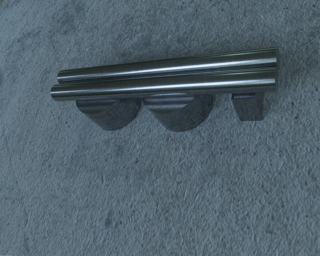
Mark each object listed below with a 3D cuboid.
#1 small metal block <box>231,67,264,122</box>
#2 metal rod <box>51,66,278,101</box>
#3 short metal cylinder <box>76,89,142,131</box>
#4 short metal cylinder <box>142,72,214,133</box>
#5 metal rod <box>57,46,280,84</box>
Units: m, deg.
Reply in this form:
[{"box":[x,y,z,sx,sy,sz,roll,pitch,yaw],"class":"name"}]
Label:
[{"box":[0.104,-0.041,0.361,0.025,0.050,0.050,-1,61,27],"class":"small metal block"},{"box":[-0.016,-0.050,0.379,0.300,0.025,0.025,0,62,28],"class":"metal rod"},{"box":[-0.074,-0.042,0.453,0.080,0.050,0.080,-13,56,21],"class":"short metal cylinder"},{"box":[0.023,-0.041,0.402,0.080,0.050,0.080,-13,56,21],"class":"short metal cylinder"},{"box":[-0.011,-0.073,0.390,0.300,0.025,0.025,0,62,28],"class":"metal rod"}]
